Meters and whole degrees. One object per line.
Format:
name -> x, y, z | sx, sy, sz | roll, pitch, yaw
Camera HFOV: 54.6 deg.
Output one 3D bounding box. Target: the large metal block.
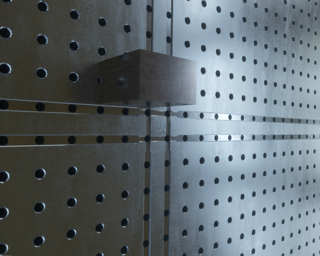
large metal block -> -0.015, -0.052, 0.360 | 0.081, 0.080, 0.050 | 1, 90, -40
